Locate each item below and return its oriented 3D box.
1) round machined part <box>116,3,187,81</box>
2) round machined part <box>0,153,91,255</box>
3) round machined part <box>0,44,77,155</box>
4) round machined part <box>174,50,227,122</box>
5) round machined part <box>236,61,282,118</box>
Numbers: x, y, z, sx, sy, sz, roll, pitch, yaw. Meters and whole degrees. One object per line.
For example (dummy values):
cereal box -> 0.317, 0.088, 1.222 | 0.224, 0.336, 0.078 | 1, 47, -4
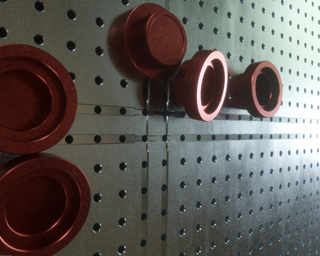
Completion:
round machined part -> -0.003, -0.111, 0.397 | 0.099, 0.042, 0.097 | 0, 90, -40
round machined part -> -0.120, 0.071, 0.293 | 0.099, 0.042, 0.097 | -10, 105, -41
round machined part -> -0.132, -0.025, 0.288 | 0.099, 0.042, 0.097 | 0, 90, -40
round machined part -> 0.055, -0.060, 0.434 | 0.099, 0.042, 0.097 | -27, 122, -51
round machined part -> 0.171, -0.066, 0.545 | 0.099, 0.042, 0.097 | 0, 90, -40
